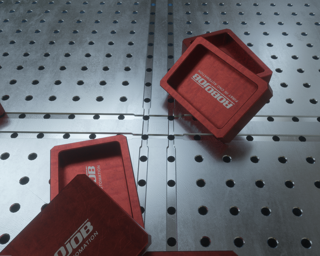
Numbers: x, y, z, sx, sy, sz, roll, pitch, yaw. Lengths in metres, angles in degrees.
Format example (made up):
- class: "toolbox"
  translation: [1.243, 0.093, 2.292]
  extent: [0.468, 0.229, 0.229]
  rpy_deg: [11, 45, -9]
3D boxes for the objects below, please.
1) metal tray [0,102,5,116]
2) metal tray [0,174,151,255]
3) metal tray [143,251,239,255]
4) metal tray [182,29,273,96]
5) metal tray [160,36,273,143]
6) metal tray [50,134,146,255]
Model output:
- class: "metal tray"
  translation: [-0.296, -0.045, 0.441]
  extent: [0.091, 0.030, 0.130]
  rpy_deg: [-34, 58, -25]
- class: "metal tray"
  translation: [-0.083, 0.118, 0.274]
  extent: [0.090, 0.030, 0.130]
  rpy_deg: [39, 76, 17]
- class: "metal tray"
  translation: [0.028, 0.174, 0.259]
  extent: [0.090, 0.030, 0.130]
  rpy_deg: [0, 50, 0]
- class: "metal tray"
  translation: [0.101, -0.103, 0.491]
  extent: [0.091, 0.030, 0.130]
  rpy_deg: [-18, 52, -14]
- class: "metal tray"
  translation: [0.071, -0.054, 0.419]
  extent: [0.090, 0.030, 0.130]
  rpy_deg: [-49, 58, 9]
- class: "metal tray"
  translation: [-0.072, 0.072, 0.343]
  extent: [0.091, 0.030, 0.130]
  rpy_deg: [-10, 51, -8]
